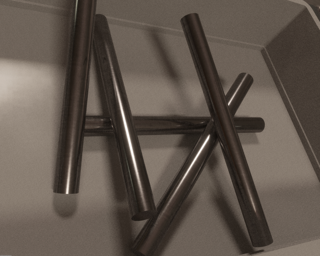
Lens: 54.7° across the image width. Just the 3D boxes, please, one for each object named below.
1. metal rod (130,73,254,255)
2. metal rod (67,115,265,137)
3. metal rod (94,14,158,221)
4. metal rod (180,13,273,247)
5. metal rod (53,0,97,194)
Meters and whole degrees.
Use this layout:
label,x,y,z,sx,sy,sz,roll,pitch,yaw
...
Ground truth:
label,x,y,z,sx,sy,sz,roll,pitch,yaw
metal rod,0.056,0.027,0.397,0.025,0.025,0.301,38,58,-3
metal rod,0.026,-0.004,0.423,0.303,0.025,0.025,-1,62,-29
metal rod,-0.052,-0.037,0.372,0.025,0.025,0.299,2,52,-28
metal rod,0.081,-0.003,0.391,0.025,0.025,0.299,-12,81,-33
metal rod,-0.086,-0.082,0.333,0.025,0.025,0.298,7,83,-25
